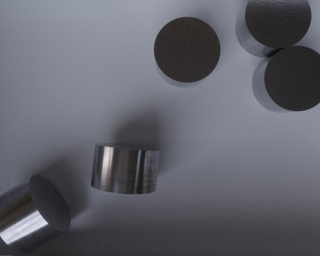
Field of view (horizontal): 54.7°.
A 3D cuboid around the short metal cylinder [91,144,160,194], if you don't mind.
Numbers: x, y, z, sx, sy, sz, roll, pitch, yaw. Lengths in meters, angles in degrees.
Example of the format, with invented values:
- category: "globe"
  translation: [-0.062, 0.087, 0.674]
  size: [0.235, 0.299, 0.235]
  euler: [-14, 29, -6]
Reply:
- category: "short metal cylinder"
  translation: [-0.042, 0.048, 0.383]
  size: [0.080, 0.080, 0.050]
  euler: [6, 90, 0]

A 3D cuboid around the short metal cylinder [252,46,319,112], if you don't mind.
- category: "short metal cylinder"
  translation: [0.166, -0.060, 0.400]
  size: [0.081, 0.050, 0.080]
  euler: [0, 90, 0]

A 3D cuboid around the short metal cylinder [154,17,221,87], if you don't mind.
- category: "short metal cylinder"
  translation: [0.033, -0.095, 0.399]
  size: [0.081, 0.050, 0.080]
  euler: [0, 90, 0]

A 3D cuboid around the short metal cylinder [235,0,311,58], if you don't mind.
- category: "short metal cylinder"
  translation: [0.143, -0.136, 0.400]
  size: [0.081, 0.050, 0.080]
  euler: [0, 90, 0]

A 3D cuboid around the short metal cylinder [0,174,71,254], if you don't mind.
- category: "short metal cylinder"
  translation: [-0.156, 0.105, 0.383]
  size: [0.050, 0.080, 0.080]
  euler: [-32, 90, 0]
